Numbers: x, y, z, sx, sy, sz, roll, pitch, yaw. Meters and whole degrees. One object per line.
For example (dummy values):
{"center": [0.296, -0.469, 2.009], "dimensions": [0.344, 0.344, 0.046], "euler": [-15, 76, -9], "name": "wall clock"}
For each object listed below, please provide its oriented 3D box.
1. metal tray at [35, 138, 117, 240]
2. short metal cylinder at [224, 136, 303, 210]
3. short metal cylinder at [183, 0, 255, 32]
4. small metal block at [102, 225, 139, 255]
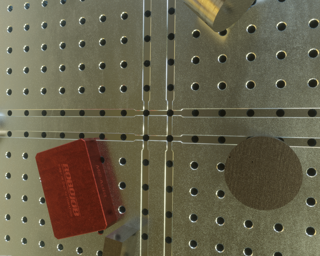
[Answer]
{"center": [-0.124, 0.088, 0.454], "dimensions": [0.090, 0.030, 0.129], "euler": [-18, 84, 19], "name": "metal tray"}
{"center": [0.119, 0.049, 0.357], "dimensions": [0.080, 0.050, 0.080], "euler": [0, 90, 20], "name": "short metal cylinder"}
{"center": [0.073, -0.159, 0.357], "dimensions": [0.080, 0.080, 0.050], "euler": [-45, 76, 14], "name": "short metal cylinder"}
{"center": [-0.054, 0.166, 0.418], "dimensions": [0.025, 0.050, 0.050], "euler": [11, 94, 20], "name": "small metal block"}
